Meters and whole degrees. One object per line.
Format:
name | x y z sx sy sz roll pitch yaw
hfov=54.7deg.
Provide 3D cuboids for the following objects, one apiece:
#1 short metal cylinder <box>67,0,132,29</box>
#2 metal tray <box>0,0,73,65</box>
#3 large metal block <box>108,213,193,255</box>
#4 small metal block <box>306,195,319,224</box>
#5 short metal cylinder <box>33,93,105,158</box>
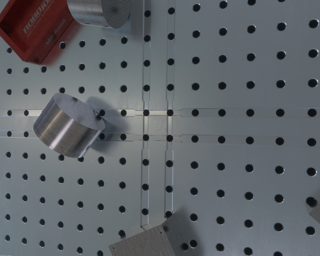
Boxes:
short metal cylinder | -0.078 -0.176 0.411 0.050 0.080 0.079 13 95 19
metal tray | -0.187 -0.175 0.475 0.090 0.030 0.130 46 104 14
large metal block | -0.007 0.169 0.402 0.080 0.050 0.080 -28 81 18
small metal block | 0.201 0.092 0.341 0.050 0.025 0.050 43 103 15
short metal cylinder | -0.124 -0.004 0.427 0.080 0.080 0.050 42 103 15
